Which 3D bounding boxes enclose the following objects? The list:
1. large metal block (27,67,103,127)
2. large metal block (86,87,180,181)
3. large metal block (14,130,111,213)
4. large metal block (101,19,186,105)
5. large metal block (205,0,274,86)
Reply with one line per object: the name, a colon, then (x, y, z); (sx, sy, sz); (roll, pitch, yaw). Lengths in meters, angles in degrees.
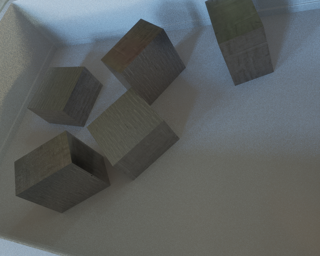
large metal block: (-0.152, -0.051, 0.502); (0.080, 0.050, 0.080); (6, 64, 30)
large metal block: (-0.036, 0.007, 0.405); (0.080, 0.050, 0.080); (-42, 51, -1)
large metal block: (-0.124, 0.059, 0.399); (0.080, 0.080, 0.050); (-30, 52, 9)
large metal block: (-0.021, -0.090, 0.437); (0.080, 0.080, 0.050); (-48, 51, -5)
large metal block: (0.100, -0.114, 0.388); (0.050, 0.080, 0.080); (-19, 54, 17)
